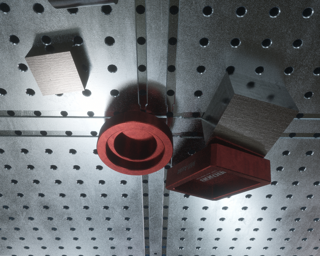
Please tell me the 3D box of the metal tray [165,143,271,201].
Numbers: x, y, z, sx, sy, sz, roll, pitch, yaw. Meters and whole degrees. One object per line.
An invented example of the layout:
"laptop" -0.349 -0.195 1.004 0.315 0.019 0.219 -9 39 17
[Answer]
"metal tray" 0.076 0.067 0.430 0.091 0.030 0.129 18 151 -19

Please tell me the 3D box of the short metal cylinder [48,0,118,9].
"short metal cylinder" -0.066 -0.142 0.254 0.050 0.080 0.080 -4 130 3

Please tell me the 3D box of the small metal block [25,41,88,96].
"small metal block" -0.116 -0.067 0.353 0.050 0.025 0.050 -7 130 5

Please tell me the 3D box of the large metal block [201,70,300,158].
"large metal block" 0.106 -0.015 0.383 0.081 0.050 0.079 13 129 -12

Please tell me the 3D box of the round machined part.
"round machined part" -0.032 0.016 0.413 0.099 0.042 0.097 0 130 0
